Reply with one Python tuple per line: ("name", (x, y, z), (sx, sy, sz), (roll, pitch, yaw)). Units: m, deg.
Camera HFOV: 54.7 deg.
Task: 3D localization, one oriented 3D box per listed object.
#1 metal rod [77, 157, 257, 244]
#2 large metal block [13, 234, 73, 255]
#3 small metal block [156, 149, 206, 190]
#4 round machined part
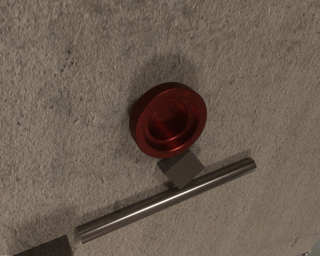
("metal rod", (0.022, 0.108, 0.487), (0.302, 0.025, 0.025), (-18, 126, -18))
("large metal block", (-0.152, 0.204, 0.415), (0.081, 0.080, 0.050), (-17, 126, -19))
("small metal block", (0.032, 0.056, 0.461), (0.050, 0.025, 0.050), (-41, 130, 0))
("round machined part", (0.007, -0.013, 0.393), (0.099, 0.042, 0.097), (-14, 125, -21))
